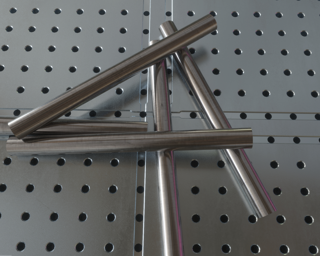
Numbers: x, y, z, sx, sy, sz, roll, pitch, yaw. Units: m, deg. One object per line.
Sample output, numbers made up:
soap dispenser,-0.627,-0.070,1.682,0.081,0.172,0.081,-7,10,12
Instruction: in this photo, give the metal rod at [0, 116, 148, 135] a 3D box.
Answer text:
metal rod,-0.167,-0.002,0.410,0.302,0.025,0.025,2,70,0

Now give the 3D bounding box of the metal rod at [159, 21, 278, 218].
metal rod,0.070,-0.024,0.421,0.025,0.025,0.299,-22,72,-8

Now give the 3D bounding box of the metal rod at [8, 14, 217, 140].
metal rod,-0.053,-0.073,0.410,0.301,0.025,0.025,-31,73,-11

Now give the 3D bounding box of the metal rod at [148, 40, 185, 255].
metal rod,0.006,0.018,0.405,0.025,0.025,0.299,-4,70,-2

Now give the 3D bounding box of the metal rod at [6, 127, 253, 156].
metal rod,-0.042,0.018,0.383,0.302,0.025,0.025,-2,70,7
